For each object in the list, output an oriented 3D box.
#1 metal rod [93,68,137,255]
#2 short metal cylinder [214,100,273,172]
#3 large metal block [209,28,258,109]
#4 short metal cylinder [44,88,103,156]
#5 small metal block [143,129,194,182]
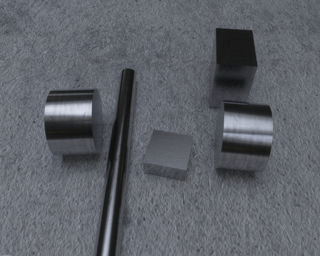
[{"bbox_3d":[-0.050,0.034,0.373,0.025,0.025,0.300,1,50,0],"label":"metal rod"},{"bbox_3d":[0.094,0.009,0.360,0.050,0.080,0.080,5,50,4],"label":"short metal cylinder"},{"bbox_3d":[0.099,-0.082,0.437,0.050,0.080,0.080,5,50,4],"label":"large metal block"},{"bbox_3d":[-0.100,-0.007,0.373,0.050,0.080,0.080,-2,50,-2],"label":"short metal cylinder"},{"bbox_3d":[0.011,0.032,0.376,0.050,0.025,0.050,10,51,8],"label":"small metal block"}]
